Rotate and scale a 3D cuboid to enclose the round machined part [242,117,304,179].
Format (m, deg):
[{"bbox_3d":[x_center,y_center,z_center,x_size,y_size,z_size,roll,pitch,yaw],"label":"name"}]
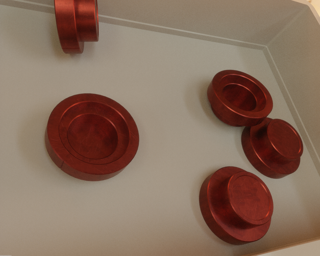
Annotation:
[{"bbox_3d":[0.178,0.025,0.475,0.099,0.042,0.098,14,56,-21],"label":"round machined part"}]

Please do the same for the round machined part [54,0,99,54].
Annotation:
[{"bbox_3d":[-0.100,-0.143,0.387,0.042,0.098,0.098,-2,61,-7],"label":"round machined part"}]

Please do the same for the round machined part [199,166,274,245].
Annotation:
[{"bbox_3d":[0.103,0.094,0.393,0.099,0.042,0.098,14,56,-21],"label":"round machined part"}]

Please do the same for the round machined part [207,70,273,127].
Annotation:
[{"bbox_3d":[0.118,-0.040,0.475,0.099,0.042,0.098,10,50,-13],"label":"round machined part"}]

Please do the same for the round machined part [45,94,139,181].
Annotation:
[{"bbox_3d":[-0.077,0.013,0.345,0.099,0.042,0.098,14,56,-21],"label":"round machined part"}]
